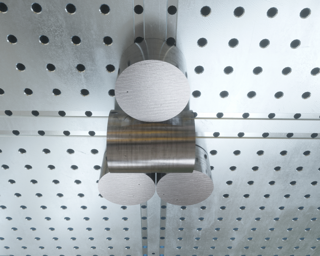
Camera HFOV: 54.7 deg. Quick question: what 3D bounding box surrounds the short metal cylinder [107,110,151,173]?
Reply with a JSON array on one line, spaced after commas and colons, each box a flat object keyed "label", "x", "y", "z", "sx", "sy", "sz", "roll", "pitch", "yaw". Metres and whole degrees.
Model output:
[{"label": "short metal cylinder", "x": -0.036, "y": 0.017, "z": 0.390, "sx": 0.050, "sy": 0.080, "sz": 0.079, "roll": 0, "pitch": 130, "yaw": -1}]

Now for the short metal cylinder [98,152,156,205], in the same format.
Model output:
[{"label": "short metal cylinder", "x": -0.046, "y": 0.068, "z": 0.452, "sx": 0.081, "sy": 0.050, "sz": 0.079, "roll": 0, "pitch": 130, "yaw": 0}]

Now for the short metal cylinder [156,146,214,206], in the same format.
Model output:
[{"label": "short metal cylinder", "x": 0.035, "y": 0.069, "z": 0.453, "sx": 0.081, "sy": 0.050, "sz": 0.079, "roll": 0, "pitch": 130, "yaw": 0}]

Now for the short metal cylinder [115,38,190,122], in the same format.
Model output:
[{"label": "short metal cylinder", "x": -0.008, "y": -0.053, "z": 0.350, "sx": 0.081, "sy": 0.050, "sz": 0.079, "roll": 0, "pitch": 130, "yaw": 0}]

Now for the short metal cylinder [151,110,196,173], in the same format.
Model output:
[{"label": "short metal cylinder", "x": 0.015, "y": 0.017, "z": 0.391, "sx": 0.050, "sy": 0.080, "sz": 0.079, "roll": 0, "pitch": 130, "yaw": -1}]
